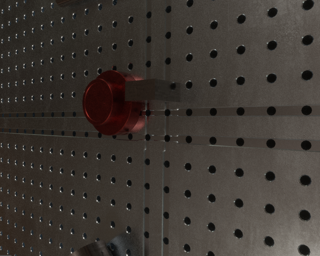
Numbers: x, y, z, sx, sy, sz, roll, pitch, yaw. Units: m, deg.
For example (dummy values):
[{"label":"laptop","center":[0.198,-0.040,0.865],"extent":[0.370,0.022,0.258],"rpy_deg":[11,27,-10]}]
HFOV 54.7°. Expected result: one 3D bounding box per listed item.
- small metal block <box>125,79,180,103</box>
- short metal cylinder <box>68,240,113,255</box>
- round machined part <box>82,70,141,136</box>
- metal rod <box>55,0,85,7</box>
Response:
[{"label":"small metal block","center":[-0.009,-0.046,0.399],"extent":[0.050,0.050,0.025],"rpy_deg":[2,91,39]},{"label":"short metal cylinder","center":[-0.106,0.211,0.458],"extent":[0.080,0.081,0.050],"rpy_deg":[-50,61,28]},{"label":"round machined part","center":[-0.078,-0.037,0.460],"extent":[0.098,0.042,0.097],"rpy_deg":[0,90,39]},{"label":"metal rod","center":[-0.059,-0.221,0.455],"extent":[0.300,0.025,0.025],"rpy_deg":[3,92,39]}]
